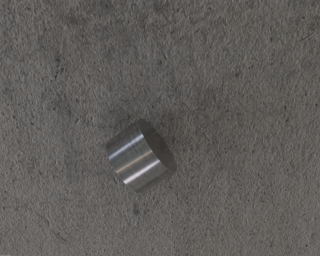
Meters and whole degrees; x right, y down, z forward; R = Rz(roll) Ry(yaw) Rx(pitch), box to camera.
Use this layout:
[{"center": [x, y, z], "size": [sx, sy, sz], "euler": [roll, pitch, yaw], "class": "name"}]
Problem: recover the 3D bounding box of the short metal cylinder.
[{"center": [-0.022, 0.035, 0.393], "size": [0.050, 0.080, 0.080], "euler": [-35, 107, 12], "class": "short metal cylinder"}]
